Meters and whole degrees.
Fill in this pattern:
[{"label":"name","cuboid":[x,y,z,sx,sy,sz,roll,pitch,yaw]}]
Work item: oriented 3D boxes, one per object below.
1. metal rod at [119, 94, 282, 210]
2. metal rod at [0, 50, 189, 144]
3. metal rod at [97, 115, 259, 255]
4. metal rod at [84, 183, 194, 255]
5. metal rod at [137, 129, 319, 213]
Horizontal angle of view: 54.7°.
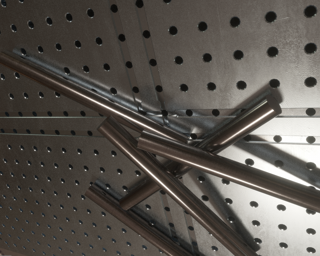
[{"label":"metal rod","cuboid":[0.032,0.050,0.423,0.025,0.025,0.299,46,129,-5]},{"label":"metal rod","cuboid":[-0.100,-0.042,0.435,0.301,0.025,0.025,26,127,11]},{"label":"metal rod","cuboid":[0.033,0.095,0.423,0.300,0.025,0.025,44,129,-15]},{"label":"metal rod","cuboid":[0.000,0.192,0.528,0.301,0.025,0.025,35,129,4]},{"label":"metal rod","cuboid":[0.118,0.062,0.364,0.301,0.025,0.025,19,126,8]}]
